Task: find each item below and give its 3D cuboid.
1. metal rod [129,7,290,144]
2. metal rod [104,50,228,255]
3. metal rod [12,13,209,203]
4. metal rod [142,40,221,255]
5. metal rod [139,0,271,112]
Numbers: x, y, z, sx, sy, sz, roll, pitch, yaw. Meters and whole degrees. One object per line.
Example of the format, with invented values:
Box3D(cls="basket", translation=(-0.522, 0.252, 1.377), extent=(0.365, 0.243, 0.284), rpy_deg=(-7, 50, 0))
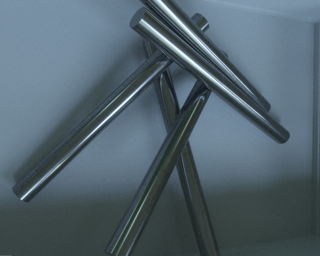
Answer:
Box3D(cls="metal rod", translation=(0.084, -0.050, 0.399), extent=(0.301, 0.025, 0.025), rpy_deg=(30, 80, -34))
Box3D(cls="metal rod", translation=(0.022, 0.010, 0.368), extent=(0.025, 0.025, 0.301), rpy_deg=(39, 58, -16))
Box3D(cls="metal rod", translation=(-0.053, -0.029, 0.371), extent=(0.300, 0.025, 0.025), rpy_deg=(-45, 105, -7))
Box3D(cls="metal rod", translation=(0.028, 0.028, 0.401), extent=(0.025, 0.025, 0.298), rpy_deg=(-14, 87, -20))
Box3D(cls="metal rod", translation=(0.057, -0.094, 0.379), extent=(0.301, 0.025, 0.025), rpy_deg=(33, 79, -38))
